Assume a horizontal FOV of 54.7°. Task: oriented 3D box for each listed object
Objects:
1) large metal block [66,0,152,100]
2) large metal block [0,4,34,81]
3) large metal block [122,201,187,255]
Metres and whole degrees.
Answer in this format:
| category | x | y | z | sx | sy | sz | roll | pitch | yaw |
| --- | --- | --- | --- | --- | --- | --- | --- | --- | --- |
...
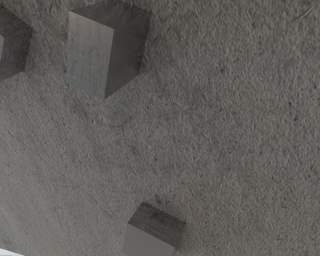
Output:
| category | x | y | z | sx | sy | sz | roll | pitch | yaw |
| --- | --- | --- | --- | --- | --- | --- | --- | --- | --- |
| large metal block | -0.057 | -0.090 | 0.345 | 0.050 | 0.080 | 0.079 | 26 | 128 | 12 |
| large metal block | -0.236 | -0.125 | 0.438 | 0.080 | 0.050 | 0.080 | 38 | 129 | 2 |
| large metal block | -0.011 | 0.180 | 0.508 | 0.080 | 0.050 | 0.079 | 23 | 127 | 14 |
